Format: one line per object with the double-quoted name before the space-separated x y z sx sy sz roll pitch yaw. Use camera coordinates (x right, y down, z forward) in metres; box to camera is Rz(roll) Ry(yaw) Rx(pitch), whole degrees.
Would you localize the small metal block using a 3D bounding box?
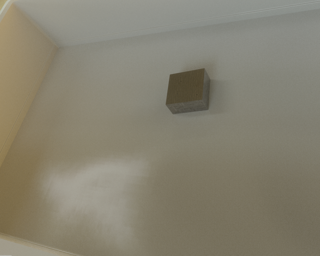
"small metal block" 0.038 -0.049 0.416 0.050 0.025 0.050 -6 59 25
